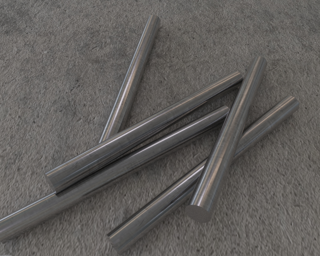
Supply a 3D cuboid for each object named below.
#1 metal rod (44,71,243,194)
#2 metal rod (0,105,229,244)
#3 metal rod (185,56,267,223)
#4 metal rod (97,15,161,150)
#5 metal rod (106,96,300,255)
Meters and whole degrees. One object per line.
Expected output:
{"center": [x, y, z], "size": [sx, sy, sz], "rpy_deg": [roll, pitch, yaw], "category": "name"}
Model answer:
{"center": [0.001, -0.009, 0.393], "size": [0.302, 0.025, 0.025], "rpy_deg": [-30, 56, -29], "category": "metal rod"}
{"center": [-0.036, 0.043, 0.366], "size": [0.302, 0.025, 0.025], "rpy_deg": [-26, 55, -21], "category": "metal rod"}
{"center": [0.096, -0.012, 0.387], "size": [0.025, 0.025, 0.301], "rpy_deg": [19, 44, 15], "category": "metal rod"}
{"center": [-0.039, -0.083, 0.472], "size": [0.025, 0.025, 0.300], "rpy_deg": [8, 50, 7], "category": "metal rod"}
{"center": [0.069, 0.041, 0.369], "size": [0.302, 0.025, 0.025], "rpy_deg": [-33, 58, -25], "category": "metal rod"}
